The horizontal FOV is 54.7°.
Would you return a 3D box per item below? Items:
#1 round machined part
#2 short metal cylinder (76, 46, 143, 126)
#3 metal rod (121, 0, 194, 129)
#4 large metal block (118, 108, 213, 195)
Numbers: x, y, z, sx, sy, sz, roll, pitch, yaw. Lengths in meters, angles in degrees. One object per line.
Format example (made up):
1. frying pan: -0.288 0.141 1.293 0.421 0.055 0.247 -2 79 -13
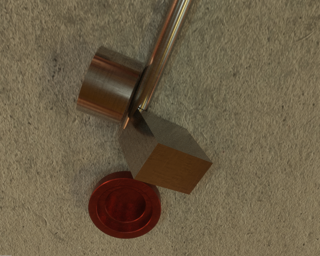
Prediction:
1. round machined part: -0.048 0.104 0.438 0.099 0.042 0.097 0 110 -1
2. short metal cylinder: -0.058 -0.049 0.362 0.050 0.080 0.079 21 109 -8
3. metal rod: 0.018 -0.129 0.362 0.025 0.025 0.298 21 109 -8
4. large metal block: 0.004 0.028 0.378 0.080 0.080 0.050 22 110 -32
